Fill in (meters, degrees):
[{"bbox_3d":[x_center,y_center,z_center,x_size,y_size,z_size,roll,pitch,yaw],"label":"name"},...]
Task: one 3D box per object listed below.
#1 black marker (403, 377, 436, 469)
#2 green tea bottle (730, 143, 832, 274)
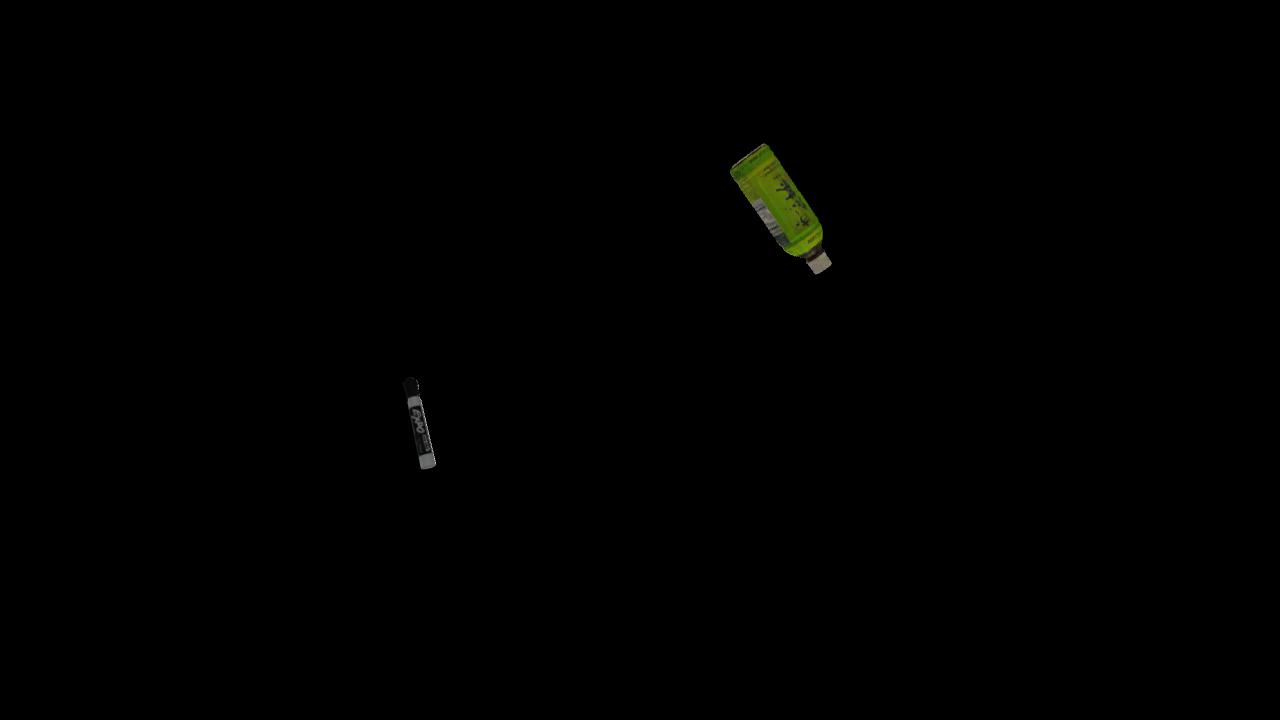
[{"bbox_3d":[-0.281,0.078,0.781,0.020,0.121,0.020,-17,-17,-5],"label":"black marker"},{"bbox_3d":[0.223,-0.225,0.945,0.073,0.212,0.073,-35,10,7],"label":"green tea bottle"}]
